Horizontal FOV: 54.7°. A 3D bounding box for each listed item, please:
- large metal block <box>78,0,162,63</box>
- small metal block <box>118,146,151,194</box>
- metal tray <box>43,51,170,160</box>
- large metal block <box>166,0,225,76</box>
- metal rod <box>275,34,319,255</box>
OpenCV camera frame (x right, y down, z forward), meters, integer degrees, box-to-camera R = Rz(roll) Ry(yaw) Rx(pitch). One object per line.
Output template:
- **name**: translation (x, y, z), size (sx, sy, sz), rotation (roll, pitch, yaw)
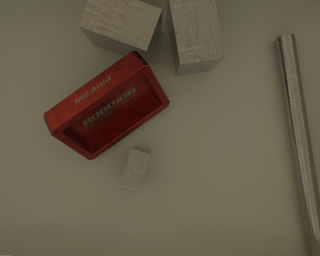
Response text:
- **large metal block**: translation (-0.044, -0.123, 0.383), size (0.080, 0.080, 0.050), rotation (20, 90, -1)
- **small metal block**: translation (-0.031, 0.052, 0.399), size (0.025, 0.050, 0.050), rotation (18, 90, 0)
- **metal tray**: translation (-0.059, -0.023, 0.377), size (0.130, 0.090, 0.030), rotation (-36, 58, 0)
- **large metal block**: translation (0.040, -0.114, 0.384), size (0.050, 0.080, 0.080), rotation (-10, 90, 0)
- **metal rod**: translation (0.189, 0.026, 0.413), size (0.025, 0.025, 0.298), rotation (-9, 90, 0)
